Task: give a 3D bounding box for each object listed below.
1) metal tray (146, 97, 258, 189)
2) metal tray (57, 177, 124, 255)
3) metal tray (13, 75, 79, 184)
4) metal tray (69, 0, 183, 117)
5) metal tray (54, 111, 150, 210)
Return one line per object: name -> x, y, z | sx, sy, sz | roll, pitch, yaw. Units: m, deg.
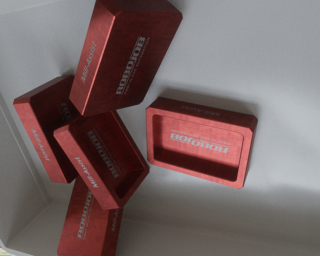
metal tray -> 0.048, 0.018, 0.389 | 0.130, 0.030, 0.089 | 13, 124, 20
metal tray -> -0.103, 0.134, 0.480 | 0.090, 0.130, 0.030 | -9, 149, 32
metal tray -> -0.136, 0.001, 0.436 | 0.030, 0.090, 0.129 | -2, 118, 29
metal tray -> -0.039, -0.075, 0.336 | 0.030, 0.091, 0.129 | 49, 132, 23
metal tray -> -0.073, 0.035, 0.424 | 0.030, 0.090, 0.130 | -17, 110, 35
